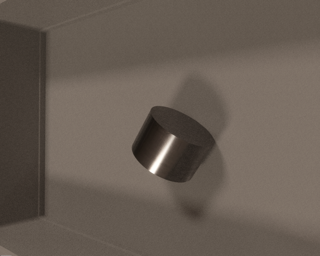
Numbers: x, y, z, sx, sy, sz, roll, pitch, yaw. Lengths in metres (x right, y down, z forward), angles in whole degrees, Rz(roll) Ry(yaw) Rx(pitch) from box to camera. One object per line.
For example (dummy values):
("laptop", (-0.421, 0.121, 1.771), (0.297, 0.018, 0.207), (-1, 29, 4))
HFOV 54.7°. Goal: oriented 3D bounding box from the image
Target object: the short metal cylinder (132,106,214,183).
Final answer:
("short metal cylinder", (0.015, 0.017, 0.357), (0.080, 0.081, 0.050), (43, 116, 31))
